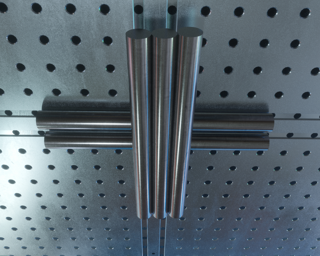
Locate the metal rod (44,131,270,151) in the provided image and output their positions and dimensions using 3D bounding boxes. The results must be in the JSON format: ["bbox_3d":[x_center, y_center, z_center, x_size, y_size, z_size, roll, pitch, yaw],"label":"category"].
[{"bbox_3d":[-0.003,0.018,0.427,0.302,0.025,0.025,1,130,-1],"label":"metal rod"}]

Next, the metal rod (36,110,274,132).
[{"bbox_3d":[-0.005,-0.009,0.404,0.302,0.025,0.025,1,130,-1],"label":"metal rod"}]

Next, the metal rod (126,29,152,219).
[{"bbox_3d":[-0.023,0.022,0.397,0.025,0.025,0.298,0,130,-1],"label":"metal rod"}]

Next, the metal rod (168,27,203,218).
[{"bbox_3d":[0.027,0.020,0.397,0.025,0.025,0.298,0,130,-1],"label":"metal rod"}]

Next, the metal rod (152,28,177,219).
[{"bbox_3d":[0.002,0.021,0.397,0.025,0.025,0.298,0,130,-1],"label":"metal rod"}]
